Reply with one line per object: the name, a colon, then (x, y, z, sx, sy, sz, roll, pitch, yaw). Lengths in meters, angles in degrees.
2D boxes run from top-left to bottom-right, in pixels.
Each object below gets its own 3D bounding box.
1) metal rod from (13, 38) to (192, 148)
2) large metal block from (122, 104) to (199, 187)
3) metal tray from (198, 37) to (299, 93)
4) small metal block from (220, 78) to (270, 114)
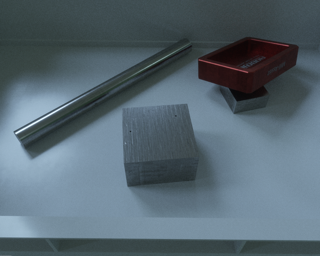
metal rod: (-0.066, -0.062, 0.456, 0.302, 0.025, 0.025, -35, 59, -26)
large metal block: (-0.002, 0.019, 0.373, 0.081, 0.050, 0.080, -4, 50, -4)
metal tray: (0.130, -0.098, 0.456, 0.131, 0.030, 0.090, -30, 40, -34)
small metal block: (0.122, -0.051, 0.450, 0.050, 0.025, 0.050, -12, 51, -10)
